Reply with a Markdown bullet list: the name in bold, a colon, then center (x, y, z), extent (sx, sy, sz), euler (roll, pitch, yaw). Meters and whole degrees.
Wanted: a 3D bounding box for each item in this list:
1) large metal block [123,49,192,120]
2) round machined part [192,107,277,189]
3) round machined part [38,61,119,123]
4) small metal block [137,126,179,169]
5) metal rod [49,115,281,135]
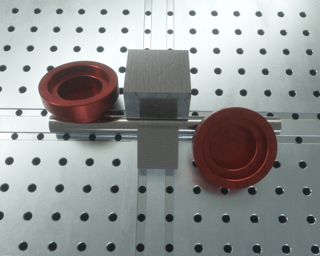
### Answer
- **large metal block**: center (-0.003, -0.058, 0.407), extent (0.081, 0.050, 0.080), euler (1, 52, 0)
- **round machined part**: center (0.088, 0.022, 0.382), extent (0.099, 0.042, 0.097), euler (0, 95, 0)
- **round machined part**: center (-0.102, -0.044, 0.404), extent (0.099, 0.042, 0.098), euler (0, 44, 0)
- **small metal block**: center (-0.003, 0.024, 0.392), extent (0.050, 0.025, 0.050), euler (1, 99, 0)
- **metal rod**: center (0.007, -0.004, 0.414), extent (0.302, 0.025, 0.025), euler (1, 70, 0)
